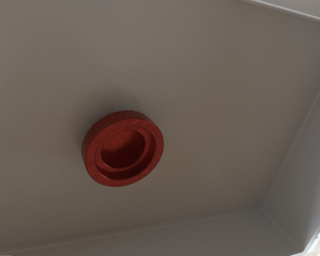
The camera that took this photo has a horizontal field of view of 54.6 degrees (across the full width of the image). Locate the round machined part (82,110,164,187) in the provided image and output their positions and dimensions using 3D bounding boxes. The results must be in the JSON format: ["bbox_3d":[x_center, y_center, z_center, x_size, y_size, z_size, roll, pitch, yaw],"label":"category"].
[{"bbox_3d":[-0.048,0.021,0.384,0.099,0.042,0.097,-14,124,-21],"label":"round machined part"}]
